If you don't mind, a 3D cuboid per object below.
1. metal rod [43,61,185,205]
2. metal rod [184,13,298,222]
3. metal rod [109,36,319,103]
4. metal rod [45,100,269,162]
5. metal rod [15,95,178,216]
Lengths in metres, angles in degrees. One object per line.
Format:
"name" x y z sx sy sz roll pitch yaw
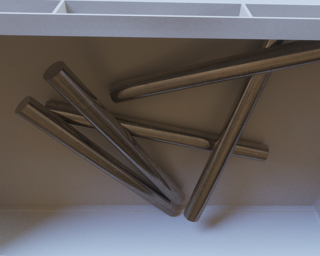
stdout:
"metal rod" -0.037 0.029 0.403 0.025 0.025 0.300 -21 136 17
"metal rod" 0.088 0.009 0.390 0.025 0.025 0.298 12 121 -11
"metal rod" 0.085 -0.065 0.322 0.301 0.025 0.025 -9 131 20
"metal rod" 0.003 0.007 0.414 0.302 0.025 0.025 11 129 -10
"metal rod" -0.066 0.056 0.435 0.025 0.025 0.300 -29 131 22
